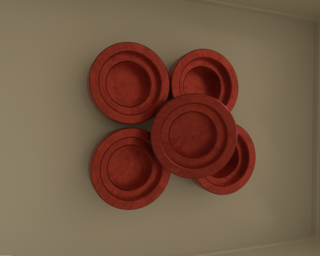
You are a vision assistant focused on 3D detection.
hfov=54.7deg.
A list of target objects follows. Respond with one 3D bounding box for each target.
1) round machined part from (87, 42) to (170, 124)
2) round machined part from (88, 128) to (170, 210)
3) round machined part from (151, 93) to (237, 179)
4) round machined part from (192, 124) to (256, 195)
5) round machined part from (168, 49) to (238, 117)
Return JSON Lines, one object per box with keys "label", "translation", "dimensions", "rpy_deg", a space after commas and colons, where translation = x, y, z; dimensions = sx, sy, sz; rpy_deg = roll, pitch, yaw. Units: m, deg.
{"label": "round machined part", "translation": [-0.041, -0.053, 0.385], "dimensions": [0.099, 0.042, 0.097], "rpy_deg": [0, 90, -21]}
{"label": "round machined part", "translation": [-0.040, 0.048, 0.386], "dimensions": [0.099, 0.042, 0.097], "rpy_deg": [0, 90, -21]}
{"label": "round machined part", "translation": [0.038, 0.008, 0.370], "dimensions": [0.099, 0.042, 0.097], "rpy_deg": [0, 95, -2]}
{"label": "round machined part", "translation": [0.079, 0.040, 0.431], "dimensions": [0.099, 0.042, 0.097], "rpy_deg": [0, 90, -21]}
{"label": "round machined part", "translation": [0.053, -0.054, 0.420], "dimensions": [0.099, 0.042, 0.097], "rpy_deg": [0, 90, -21]}
